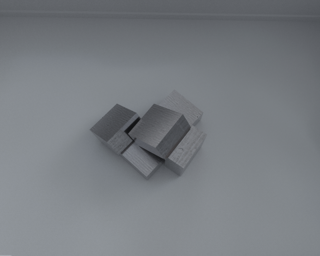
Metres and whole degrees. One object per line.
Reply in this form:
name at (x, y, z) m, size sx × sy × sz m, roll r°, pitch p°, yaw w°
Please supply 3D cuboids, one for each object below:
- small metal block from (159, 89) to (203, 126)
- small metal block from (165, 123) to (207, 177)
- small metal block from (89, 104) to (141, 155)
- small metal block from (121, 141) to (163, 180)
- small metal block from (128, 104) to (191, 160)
small metal block at (0.021, -0.014, 0.413) m, size 0.050 × 0.025 × 0.050 m, roll 40°, pitch 75°, yaw 13°
small metal block at (0.031, 0.028, 0.384) m, size 0.025 × 0.050 × 0.050 m, roll 34°, pitch 73°, yaw 11°
small metal block at (-0.054, 0.000, 0.394) m, size 0.050 × 0.025 × 0.050 m, roll -46°, pitch 38°, yaw -15°
small metal block at (-0.018, 0.030, 0.397) m, size 0.050 × 0.025 × 0.050 m, roll 40°, pitch 75°, yaw 13°
small metal block at (-0.001, 0.003, 0.367) m, size 0.050 × 0.025 × 0.050 m, roll 24°, pitch 68°, yaw 44°
